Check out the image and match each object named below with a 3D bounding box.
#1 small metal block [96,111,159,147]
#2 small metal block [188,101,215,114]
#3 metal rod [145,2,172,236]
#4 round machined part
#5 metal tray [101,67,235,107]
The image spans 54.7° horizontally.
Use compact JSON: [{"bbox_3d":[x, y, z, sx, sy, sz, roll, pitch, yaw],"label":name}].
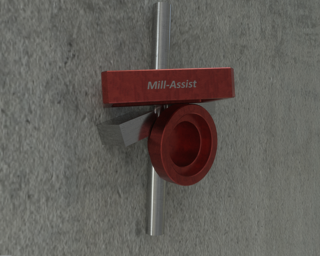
[{"bbox_3d":[-0.038,0.000,0.360,0.050,0.050,0.025,-25,106,-38],"label":"small metal block"},{"bbox_3d":[0.040,-0.030,0.426,0.050,0.050,0.025,-2,92,-40],"label":"small metal block"},{"bbox_3d":[-0.002,-0.013,0.407,0.025,0.025,0.298,3,88,-40],"label":"metal rod"},{"bbox_3d":[0.024,0.019,0.381,0.099,0.042,0.097,-4,96,-42],"label":"round machined part"},{"bbox_3d":[0.003,-0.042,0.338,0.131,0.090,0.030,-4,92,-11],"label":"metal tray"}]
